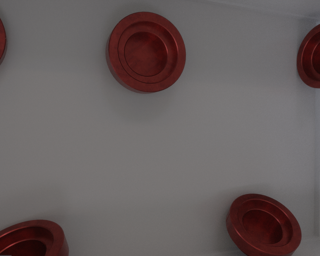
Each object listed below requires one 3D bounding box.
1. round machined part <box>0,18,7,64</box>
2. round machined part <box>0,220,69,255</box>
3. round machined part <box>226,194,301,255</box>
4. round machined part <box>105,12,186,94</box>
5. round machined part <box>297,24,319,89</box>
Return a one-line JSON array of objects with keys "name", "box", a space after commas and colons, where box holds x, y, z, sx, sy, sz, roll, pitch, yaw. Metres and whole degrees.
[{"name": "round machined part", "box": [-0.214, -0.097, 0.320, 0.099, 0.042, 0.097, 0, 91, -23]}, {"name": "round machined part", "box": [-0.144, 0.144, 0.321, 0.099, 0.098, 0.042, -17, 113, -19]}, {"name": "round machined part", "box": [0.140, 0.143, 0.434, 0.099, 0.098, 0.042, -5, 129, -20]}, {"name": "round machined part", "box": [-0.020, -0.092, 0.394, 0.099, 0.042, 0.097, 0, 90, -20]}, {"name": "round machined part", "box": [0.259, -0.107, 0.467, 0.042, 0.098, 0.097, 2, 90, -20]}]
